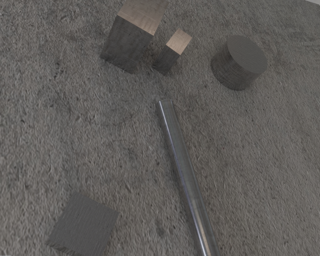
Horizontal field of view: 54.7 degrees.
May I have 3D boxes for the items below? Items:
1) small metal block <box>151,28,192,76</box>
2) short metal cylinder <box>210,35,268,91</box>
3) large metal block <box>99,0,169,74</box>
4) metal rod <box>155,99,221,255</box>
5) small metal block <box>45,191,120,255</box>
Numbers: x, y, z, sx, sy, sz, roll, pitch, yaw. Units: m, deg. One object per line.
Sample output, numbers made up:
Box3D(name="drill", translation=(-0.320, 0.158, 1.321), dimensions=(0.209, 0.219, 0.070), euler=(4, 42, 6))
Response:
Box3D(name="small metal block", translation=(0.018, -0.114, 0.467), dimensions=(0.025, 0.050, 0.050), euler=(35, 51, -6))
Box3D(name="short metal cylinder", translation=(0.134, -0.110, 0.527), dimensions=(0.081, 0.050, 0.080), euler=(14, 56, -21))
Box3D(name="large metal block", translation=(-0.036, -0.137, 0.433), dimensions=(0.050, 0.080, 0.080), euler=(27, 52, -11))
Box3D(name="metal rod", translation=(0.043, 0.099, 0.366), dimensions=(0.025, 0.025, 0.299), euler=(-2, 63, -29))
Box3D(name="small metal block", translation=(-0.075, 0.098, 0.304), dimensions=(0.050, 0.025, 0.050), euler=(29, 52, -10))
